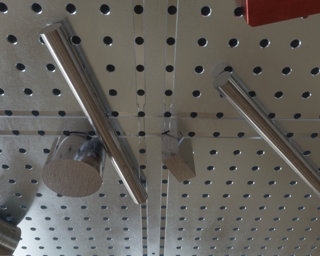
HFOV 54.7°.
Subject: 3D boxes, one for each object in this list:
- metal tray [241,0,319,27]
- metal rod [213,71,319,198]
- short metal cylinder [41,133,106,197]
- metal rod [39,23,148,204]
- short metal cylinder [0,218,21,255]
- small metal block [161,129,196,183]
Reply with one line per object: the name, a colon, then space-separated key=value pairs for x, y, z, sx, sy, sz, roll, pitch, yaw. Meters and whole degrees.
metal tray: x=0.116 y=-0.163 z=0.271 sx=0.090 sy=0.030 sz=0.129 roll=-10 pitch=130 yaw=8
metal rod: x=0.174 y=0.026 z=0.436 sx=0.025 sy=0.025 sz=0.301 roll=-35 pitch=122 yaw=26
short metal cylinder: x=-0.120 y=0.054 z=0.439 sx=0.081 sy=0.050 sz=0.079 roll=0 pitch=130 yaw=0
metal rod: x=-0.073 y=0.006 z=0.415 sx=0.025 sy=0.025 sz=0.299 roll=-13 pitch=129 yaw=10
short metal cylinder: x=-0.293 y=0.201 z=0.542 sx=0.080 sy=0.080 sz=0.050 roll=-29 pitch=124 yaw=22
small metal block: x=0.025 y=0.038 z=0.428 sx=0.025 sy=0.050 sz=0.050 roll=-24 pitch=127 yaw=18
